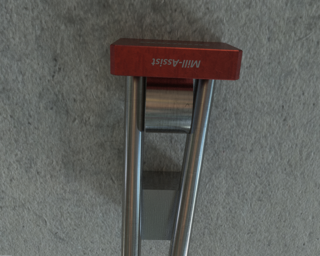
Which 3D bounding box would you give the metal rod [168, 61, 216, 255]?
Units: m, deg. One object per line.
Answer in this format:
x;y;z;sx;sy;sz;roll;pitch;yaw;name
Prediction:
0.038;0.063;0.385;0.025;0.025;0.298;8;95;-3;metal rod

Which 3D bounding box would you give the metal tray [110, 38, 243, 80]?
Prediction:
0.016;-0.079;0.347;0.131;0.090;0.030;2;110;-1;metal tray

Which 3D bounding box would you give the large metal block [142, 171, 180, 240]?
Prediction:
0.002;0.108;0.435;0.081;0.050;0.079;2;110;-1;large metal block

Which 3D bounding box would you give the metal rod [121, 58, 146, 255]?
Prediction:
-0.033;0.060;0.384;0.025;0.025;0.298;2;95;-1;metal rod

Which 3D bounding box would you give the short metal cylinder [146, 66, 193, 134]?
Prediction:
0.009;-0.033;0.370;0.050;0.080;0.079;2;110;-2;short metal cylinder
